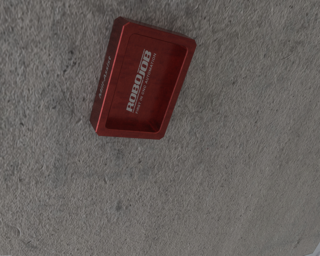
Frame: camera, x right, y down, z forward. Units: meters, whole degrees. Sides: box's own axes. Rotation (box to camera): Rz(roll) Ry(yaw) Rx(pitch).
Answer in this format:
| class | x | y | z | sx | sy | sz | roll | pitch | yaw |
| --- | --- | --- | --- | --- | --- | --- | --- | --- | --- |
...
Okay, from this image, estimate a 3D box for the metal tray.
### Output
| class | x | y | z | sx | sy | sz | roll | pitch | yaw |
| --- | --- | --- | --- | --- | --- | --- | --- | --- | --- |
| metal tray | -0.021 | -0.051 | 0.359 | 0.091 | 0.030 | 0.129 | 5 | 116 | -31 |
